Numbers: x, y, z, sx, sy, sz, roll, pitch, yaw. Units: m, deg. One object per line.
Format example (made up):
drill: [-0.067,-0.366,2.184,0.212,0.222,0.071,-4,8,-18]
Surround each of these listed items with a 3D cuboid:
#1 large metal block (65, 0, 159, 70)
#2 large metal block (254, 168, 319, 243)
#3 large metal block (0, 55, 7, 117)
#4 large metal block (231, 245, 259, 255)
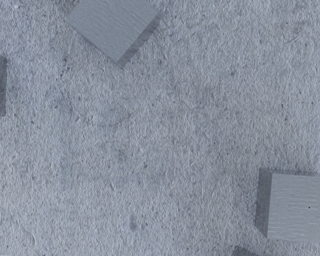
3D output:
large metal block: [-0.057,-0.135,0.397,0.080,0.050,0.080,40,90,0]
large metal block: [0.173,0.097,0.399,0.081,0.050,0.080,5,90,0]
large metal block: [-0.249,-0.056,0.395,0.081,0.050,0.080,2,90,0]
large metal block: [0.124,0.213,0.398,0.080,0.050,0.080,25,90,0]
